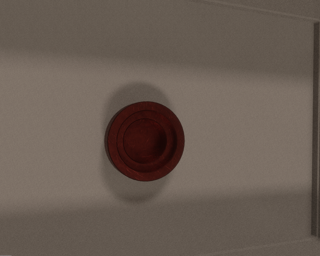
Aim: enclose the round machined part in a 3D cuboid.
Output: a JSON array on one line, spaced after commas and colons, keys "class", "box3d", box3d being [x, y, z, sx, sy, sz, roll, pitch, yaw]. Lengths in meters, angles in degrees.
[{"class": "round machined part", "box3d": [-0.022, 0.016, 0.394, 0.099, 0.042, 0.097, 0, 90, -21]}]
